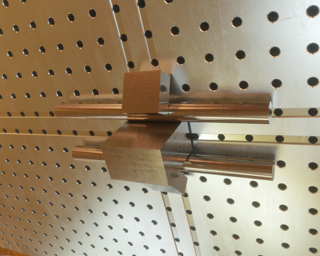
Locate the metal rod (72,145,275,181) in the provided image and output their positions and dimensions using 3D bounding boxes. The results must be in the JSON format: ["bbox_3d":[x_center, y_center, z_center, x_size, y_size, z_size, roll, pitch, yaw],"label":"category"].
[{"bbox_3d":[0.000,0.045,0.434,0.301,0.025,0.025,2,120,27],"label":"metal rod"}]

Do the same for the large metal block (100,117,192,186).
[{"bbox_3d":[-0.014,0.025,0.392,0.080,0.080,0.050,2,119,27],"label":"large metal block"}]

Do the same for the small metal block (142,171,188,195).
[{"bbox_3d":[0.005,0.072,0.433,0.050,0.025,0.050,3,157,26],"label":"small metal block"}]

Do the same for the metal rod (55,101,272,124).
[{"bbox_3d":[-0.015,-0.022,0.400,0.301,0.025,0.025,2,120,27],"label":"metal rod"}]

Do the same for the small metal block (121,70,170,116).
[{"bbox_3d":[-0.017,-0.041,0.375,0.050,0.025,0.050,1,84,27],"label":"small metal block"}]
